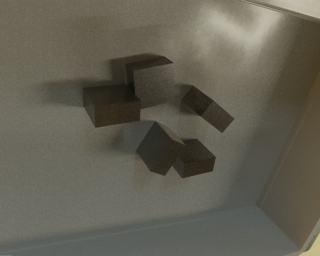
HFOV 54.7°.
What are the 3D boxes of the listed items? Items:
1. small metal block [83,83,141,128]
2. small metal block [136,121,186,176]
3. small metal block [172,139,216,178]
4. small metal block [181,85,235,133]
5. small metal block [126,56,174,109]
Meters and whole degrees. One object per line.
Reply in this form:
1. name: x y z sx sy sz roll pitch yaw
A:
1. small metal block: -0.055 -0.027 0.347 0.050 0.050 0.025 -10 123 -24
2. small metal block: 0.000 0.026 0.411 0.025 0.050 0.050 24 105 -37
3. small metal block: 0.043 0.043 0.444 0.050 0.050 0.025 -9 122 -24
4. small metal block: 0.064 -0.025 0.414 0.050 0.050 0.025 33 100 -39
5. small metal block: -0.011 -0.054 0.371 0.050 0.025 0.050 -15 125 -20
